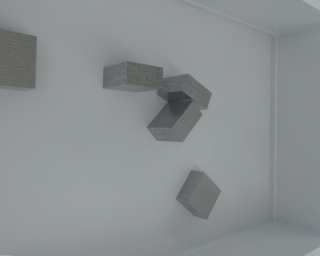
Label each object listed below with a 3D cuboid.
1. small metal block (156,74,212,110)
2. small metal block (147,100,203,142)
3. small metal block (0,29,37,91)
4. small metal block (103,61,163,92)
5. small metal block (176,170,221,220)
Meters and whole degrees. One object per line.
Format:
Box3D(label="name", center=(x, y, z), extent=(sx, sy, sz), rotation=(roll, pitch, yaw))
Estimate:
Box3D(label="small metal block", center=(0.033, -0.046, 0.417), extent=(0.050, 0.050, 0.025), rotation=(32, 70, -36))
Box3D(label="small metal block", center=(0.019, -0.009, 0.406), extent=(0.050, 0.050, 0.025), rotation=(-52, 121, -27))
Box3D(label="small metal block", center=(-0.144, -0.062, 0.285), extent=(0.050, 0.025, 0.050), rotation=(2, 89, -40))
Box3D(label="small metal block", center=(-0.032, -0.058, 0.363), extent=(0.050, 0.050, 0.025), rotation=(1, 90, -40))
Box3D(label="small metal block", center=(0.058, 0.098, 0.455), extent=(0.050, 0.025, 0.050), rotation=(47, 62, -30))
